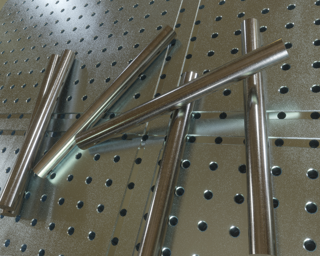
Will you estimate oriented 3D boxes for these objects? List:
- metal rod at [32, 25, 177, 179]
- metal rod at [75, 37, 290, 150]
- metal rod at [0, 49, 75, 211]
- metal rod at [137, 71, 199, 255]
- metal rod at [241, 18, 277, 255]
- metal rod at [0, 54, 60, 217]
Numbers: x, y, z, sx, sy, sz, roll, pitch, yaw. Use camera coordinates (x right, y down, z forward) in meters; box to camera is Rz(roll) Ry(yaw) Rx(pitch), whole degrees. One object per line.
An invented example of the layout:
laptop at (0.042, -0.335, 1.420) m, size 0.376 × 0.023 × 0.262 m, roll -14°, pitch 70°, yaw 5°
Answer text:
metal rod at (-0.082, -0.044, 0.479) m, size 0.300 × 0.025 × 0.025 m, roll -48°, pitch 51°, yaw -6°
metal rod at (0.009, -0.032, 0.393) m, size 0.300 × 0.025 × 0.025 m, roll -23°, pitch 53°, yaw 26°
metal rod at (-0.191, -0.015, 0.504) m, size 0.025 × 0.025 × 0.300 m, roll -8°, pitch 53°, yaw 24°
metal rod at (0.008, 0.061, 0.367) m, size 0.025 × 0.025 × 0.300 m, roll 0°, pitch 62°, yaw 28°
metal rod at (0.110, -0.012, 0.358) m, size 0.025 × 0.025 × 0.300 m, roll -8°, pitch 58°, yaw 24°
metal rod at (-0.208, -0.004, 0.521) m, size 0.025 × 0.025 × 0.300 m, roll -10°, pitch 57°, yaw 23°
